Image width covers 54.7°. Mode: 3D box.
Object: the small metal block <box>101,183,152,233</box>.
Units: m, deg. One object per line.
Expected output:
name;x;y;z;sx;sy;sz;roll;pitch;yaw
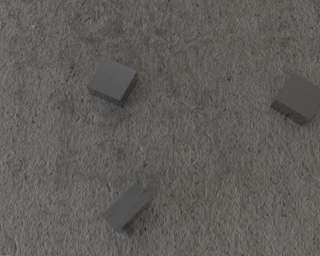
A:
small metal block;-0.037;0.094;0.360;0.050;0.050;0.025;-43;76;-14

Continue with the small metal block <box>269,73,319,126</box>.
small metal block;0.188;-0.039;0.424;0.050;0.025;0.050;35;74;11

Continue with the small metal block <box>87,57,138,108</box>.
small metal block;-0.065;-0.063;0.431;0.050;0.025;0.050;24;72;8
